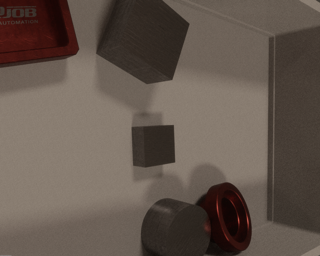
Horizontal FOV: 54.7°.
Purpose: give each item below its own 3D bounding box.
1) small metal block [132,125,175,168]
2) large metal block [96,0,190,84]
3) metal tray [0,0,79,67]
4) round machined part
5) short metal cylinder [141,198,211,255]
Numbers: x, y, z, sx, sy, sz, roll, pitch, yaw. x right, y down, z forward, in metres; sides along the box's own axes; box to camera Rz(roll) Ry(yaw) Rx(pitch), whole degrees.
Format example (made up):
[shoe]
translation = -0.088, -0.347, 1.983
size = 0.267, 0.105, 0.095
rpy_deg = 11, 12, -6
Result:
[small metal block]
translation = -0.008, 0.022, 0.402
size = 0.050, 0.025, 0.050
rpy_deg = -4, 93, -40
[large metal block]
translation = -0.019, -0.109, 0.376
size = 0.080, 0.050, 0.080
rpy_deg = 27, 73, -37
[metal tray]
translation = -0.148, -0.102, 0.279
size = 0.131, 0.030, 0.089
rpy_deg = -20, 103, -38
[round machined part]
translation = 0.094, 0.134, 0.462
size = 0.098, 0.042, 0.098
rpy_deg = 31, 47, -40
[short metal cylinder]
translation = 0.022, 0.138, 0.411
size = 0.081, 0.050, 0.079
rpy_deg = 0, 90, -40
